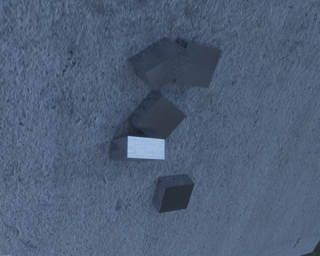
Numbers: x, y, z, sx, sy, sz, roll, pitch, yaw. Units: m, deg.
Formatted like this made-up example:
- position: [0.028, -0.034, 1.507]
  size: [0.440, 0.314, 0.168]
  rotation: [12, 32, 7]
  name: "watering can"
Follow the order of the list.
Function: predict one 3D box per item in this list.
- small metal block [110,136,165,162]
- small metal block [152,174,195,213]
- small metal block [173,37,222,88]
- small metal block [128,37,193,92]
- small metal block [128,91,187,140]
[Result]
- position: [-0.029, 0.028, 0.389]
  size: [0.050, 0.050, 0.025]
  rotation: [7, 78, -32]
  name: "small metal block"
- position: [0.020, 0.101, 0.481]
  size: [0.050, 0.025, 0.050]
  rotation: [-1, 119, -28]
  name: "small metal block"
- position: [0.041, -0.079, 0.380]
  size: [0.050, 0.025, 0.050]
  rotation: [3, 117, -30]
  name: "small metal block"
- position: [0.000, -0.072, 0.346]
  size: [0.050, 0.050, 0.025]
  rotation: [-33, 129, -7]
  name: "small metal block"
- position: [-0.003, -0.015, 0.396]
  size: [0.050, 0.025, 0.050]
  rotation: [-49, 129, 6]
  name: "small metal block"
